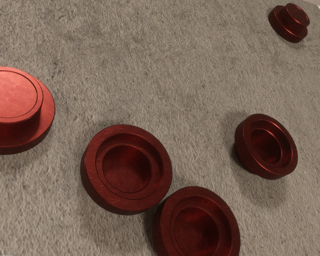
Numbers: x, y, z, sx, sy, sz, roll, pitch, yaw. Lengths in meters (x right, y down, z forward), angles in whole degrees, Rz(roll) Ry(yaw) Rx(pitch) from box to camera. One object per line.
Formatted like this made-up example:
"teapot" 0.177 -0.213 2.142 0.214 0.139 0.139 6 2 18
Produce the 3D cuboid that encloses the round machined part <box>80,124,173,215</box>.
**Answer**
"round machined part" -0.039 0.048 0.344 0.099 0.042 0.098 14 56 -21

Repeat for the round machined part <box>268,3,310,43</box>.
"round machined part" 0.302 -0.246 0.709 0.099 0.042 0.098 14 56 -21

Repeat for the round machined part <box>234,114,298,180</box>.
"round machined part" 0.150 0.031 0.458 0.099 0.042 0.098 14 56 -21

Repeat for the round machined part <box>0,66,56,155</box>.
"round machined part" -0.160 -0.025 0.322 0.099 0.042 0.098 14 56 -21

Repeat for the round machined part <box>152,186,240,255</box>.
"round machined part" 0.036 0.118 0.342 0.099 0.042 0.098 14 56 -21
